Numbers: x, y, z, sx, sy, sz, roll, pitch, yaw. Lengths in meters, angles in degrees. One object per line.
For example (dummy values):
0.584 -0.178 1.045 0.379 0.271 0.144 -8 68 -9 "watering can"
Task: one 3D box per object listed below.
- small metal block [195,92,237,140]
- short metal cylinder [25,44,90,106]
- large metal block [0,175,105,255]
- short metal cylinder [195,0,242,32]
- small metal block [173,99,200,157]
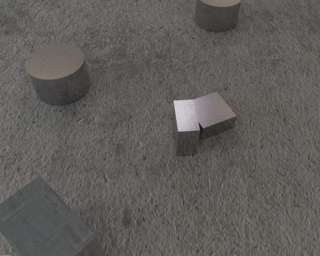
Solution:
0.066 -0.017 0.418 0.050 0.025 0.050 -19 53 -16 "small metal block"
-0.147 -0.078 0.452 0.081 0.050 0.080 0 50 0 "short metal cylinder"
-0.096 0.103 0.280 0.080 0.080 0.050 36 59 26 "large metal block"
0.107 -0.222 0.574 0.081 0.050 0.080 0 50 0 "short metal cylinder"
0.031 0.000 0.387 0.025 0.050 0.050 -3 50 -3 "small metal block"
